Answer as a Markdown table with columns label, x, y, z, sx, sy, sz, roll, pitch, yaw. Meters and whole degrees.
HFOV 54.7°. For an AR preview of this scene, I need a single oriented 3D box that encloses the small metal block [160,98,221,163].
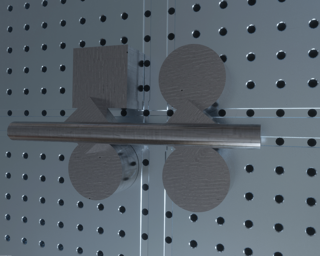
| label | x | y | z | sx | sy | sz | roll | pitch | yaw |
| --- | --- | --- | --- | --- | --- | --- | --- | --- | --- |
| small metal block | 0.035 | 0.003 | 0.347 | 0.050 | 0.025 | 0.050 | 42 | 103 | 15 |

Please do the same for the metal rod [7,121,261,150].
| label | x | y | z | sx | sy | sz | roll | pitch | yaw |
| --- | --- | --- | --- | --- | --- | --- | --- | --- | --- |
| metal rod | -0.045 | 0.006 | 0.348 | 0.301 | 0.025 | 0.025 | 1 | 90 | 19 |

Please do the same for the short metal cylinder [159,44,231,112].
| label | x | y | z | sx | sy | sz | roll | pitch | yaw |
| --- | --- | --- | --- | --- | --- | --- | --- | --- | --- |
| short metal cylinder | 0.045 | -0.058 | 0.384 | 0.080 | 0.050 | 0.080 | 0 | 90 | 20 |

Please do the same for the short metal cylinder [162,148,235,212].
| label | x | y | z | sx | sy | sz | roll | pitch | yaw |
| --- | --- | --- | --- | --- | --- | --- | --- | --- | --- |
| short metal cylinder | 0.049 | 0.058 | 0.382 | 0.080 | 0.050 | 0.080 | 0 | 90 | 20 |

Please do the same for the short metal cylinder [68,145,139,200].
| label | x | y | z | sx | sy | sz | roll | pitch | yaw |
| --- | --- | --- | --- | --- | --- | --- | --- | --- | --- |
| short metal cylinder | -0.077 | 0.054 | 0.425 | 0.080 | 0.050 | 0.080 | 0 | 90 | 20 |

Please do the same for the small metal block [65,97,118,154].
| label | x | y | z | sx | sy | sz | roll | pitch | yaw |
| --- | --- | --- | --- | --- | --- | --- | --- | --- | --- |
| small metal block | -0.084 | -0.003 | 0.390 | 0.050 | 0.025 | 0.050 | -42 | 77 | 15 |

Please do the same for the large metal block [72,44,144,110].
| label | x | y | z | sx | sy | sz | roll | pitch | yaw |
| --- | --- | --- | --- | --- | --- | --- | --- | --- | --- |
| large metal block | -0.070 | -0.066 | 0.423 | 0.080 | 0.050 | 0.080 | 1 | 91 | 20 |
